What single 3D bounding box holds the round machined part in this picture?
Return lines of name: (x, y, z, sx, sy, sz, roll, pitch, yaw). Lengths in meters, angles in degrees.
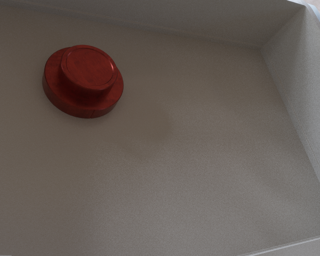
round machined part: (-0.092, -0.064, 0.385, 0.099, 0.042, 0.098, 14, 56, -21)
